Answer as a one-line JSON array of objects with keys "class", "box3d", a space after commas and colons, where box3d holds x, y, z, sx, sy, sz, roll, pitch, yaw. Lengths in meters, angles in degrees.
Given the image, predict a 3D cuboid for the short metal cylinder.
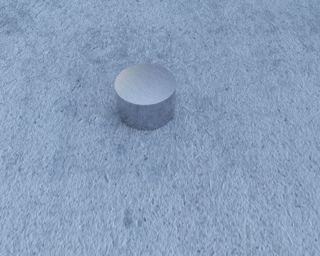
[{"class": "short metal cylinder", "box3d": [-0.019, -0.043, 0.423, 0.080, 0.050, 0.080, 0, 50, 0]}]
